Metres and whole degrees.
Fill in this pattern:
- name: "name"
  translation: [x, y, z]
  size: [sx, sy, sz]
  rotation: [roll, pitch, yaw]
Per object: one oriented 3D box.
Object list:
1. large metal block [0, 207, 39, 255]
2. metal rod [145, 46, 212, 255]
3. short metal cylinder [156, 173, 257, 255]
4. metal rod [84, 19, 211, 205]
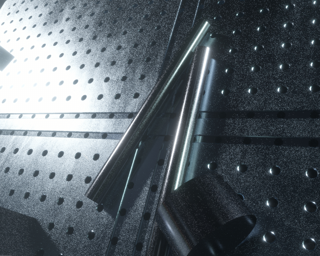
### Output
- name: "large metal block"
  translation: [-0.201, 0.150, 0.386]
  size: [0.050, 0.080, 0.080]
  rotation: [-32, 52, 8]
- name: "metal rod"
  translation: [0.027, 0.023, 0.380]
  size: [0.025, 0.025, 0.300]
  rotation: [0, 62, 28]
- name: "short metal cylinder"
  translation: [0.043, 0.089, 0.295]
  size: [0.080, 0.080, 0.050]
  rotation: [-39, 51, 2]
- name: "metal rod"
  translation: [-0.010, -0.032, 0.433]
  size: [0.025, 0.025, 0.300]
  rotation: [21, 73, 36]
